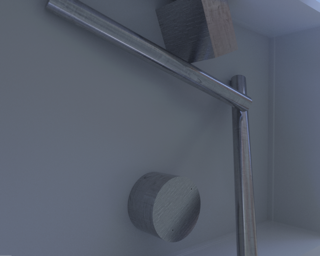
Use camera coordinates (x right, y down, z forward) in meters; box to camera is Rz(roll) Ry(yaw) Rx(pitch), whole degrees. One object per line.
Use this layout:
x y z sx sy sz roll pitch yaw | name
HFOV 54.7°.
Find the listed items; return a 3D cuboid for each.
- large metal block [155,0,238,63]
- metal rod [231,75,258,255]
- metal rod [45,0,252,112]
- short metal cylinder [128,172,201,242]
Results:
0.048 -0.132 0.413 0.050 0.080 0.080 -27 107 -37 | large metal block
0.118 0.045 0.444 0.025 0.025 0.300 33 50 -36 | metal rod
0.009 -0.084 0.391 0.302 0.025 0.025 22 76 -31 | metal rod
0.006 0.099 0.398 0.081 0.050 0.079 0 90 -40 | short metal cylinder
